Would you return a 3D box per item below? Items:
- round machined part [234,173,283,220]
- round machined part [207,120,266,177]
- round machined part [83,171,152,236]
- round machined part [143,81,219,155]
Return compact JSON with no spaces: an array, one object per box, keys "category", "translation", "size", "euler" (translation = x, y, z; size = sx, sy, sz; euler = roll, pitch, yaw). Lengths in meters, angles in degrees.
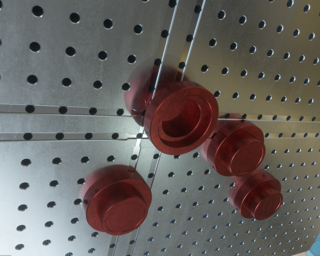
[{"category":"round machined part","translation":[0.196,0.138,0.596],"size":[0.099,0.042,0.097],"euler":[-14,125,-21]},{"category":"round machined part","translation":[0.129,0.039,0.497],"size":[0.099,0.042,0.097],"euler":[-14,125,-21]},{"category":"round machined part","translation":[-0.056,0.113,0.441],"size":[0.099,0.042,0.097],"euler":[-14,125,-21]},{"category":"round machined part","translation":[0.024,-0.016,0.405],"size":[0.099,0.042,0.097],"euler":[-14,125,-21]}]
